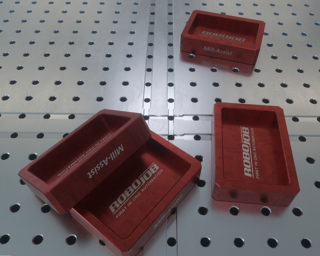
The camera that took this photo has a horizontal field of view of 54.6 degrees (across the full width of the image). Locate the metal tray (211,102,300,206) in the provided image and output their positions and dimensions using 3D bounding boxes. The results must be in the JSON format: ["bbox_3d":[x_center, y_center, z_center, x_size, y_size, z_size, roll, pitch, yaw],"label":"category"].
[{"bbox_3d":[0.111,0.026,0.382,0.090,0.030,0.130,4,50,4],"label":"metal tray"}]

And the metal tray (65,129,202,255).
[{"bbox_3d":[-0.026,0.067,0.348,0.090,0.030,0.131,32,57,24],"label":"metal tray"}]

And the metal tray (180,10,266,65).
[{"bbox_3d":[0.110,-0.160,0.539,0.130,0.030,0.090,14,51,11],"label":"metal tray"}]

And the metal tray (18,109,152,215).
[{"bbox_3d":[-0.083,0.029,0.350,0.131,0.030,0.090,-42,30,-28],"label":"metal tray"}]
